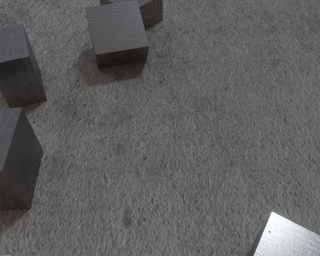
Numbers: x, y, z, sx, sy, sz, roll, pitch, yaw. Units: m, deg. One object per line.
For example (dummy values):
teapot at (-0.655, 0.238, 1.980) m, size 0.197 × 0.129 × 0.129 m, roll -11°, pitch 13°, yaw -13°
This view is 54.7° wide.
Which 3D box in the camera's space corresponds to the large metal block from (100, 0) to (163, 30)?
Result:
large metal block at (-0.052, -0.221, 0.572) m, size 0.080 × 0.050 × 0.080 m, roll 36°, pitch 59°, yaw 26°

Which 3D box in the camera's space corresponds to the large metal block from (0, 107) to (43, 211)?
large metal block at (-0.171, 0.035, 0.337) m, size 0.050 × 0.080 × 0.080 m, roll -3°, pitch 50°, yaw -2°

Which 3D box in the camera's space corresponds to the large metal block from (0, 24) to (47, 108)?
large metal block at (-0.203, -0.086, 0.439) m, size 0.050 × 0.080 × 0.080 m, roll -17°, pitch 52°, yaw -14°

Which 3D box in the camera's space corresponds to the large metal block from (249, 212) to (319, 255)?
large metal block at (0.118, 0.136, 0.273) m, size 0.080 × 0.050 × 0.080 m, roll 25°, pitch 54°, yaw 20°

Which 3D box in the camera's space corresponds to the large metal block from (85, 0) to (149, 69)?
large metal block at (-0.068, -0.147, 0.490) m, size 0.081 × 0.050 × 0.080 m, roll -12°, pitch 78°, yaw -10°
